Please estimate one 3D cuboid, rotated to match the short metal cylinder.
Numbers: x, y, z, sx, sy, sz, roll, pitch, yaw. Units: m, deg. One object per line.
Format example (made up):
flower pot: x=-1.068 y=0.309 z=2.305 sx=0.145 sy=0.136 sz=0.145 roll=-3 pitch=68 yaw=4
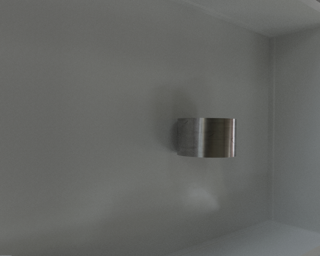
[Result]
short metal cylinder: x=0.064 y=0.012 z=0.427 sx=0.081 sy=0.080 sz=0.050 roll=1 pitch=90 yaw=-40
